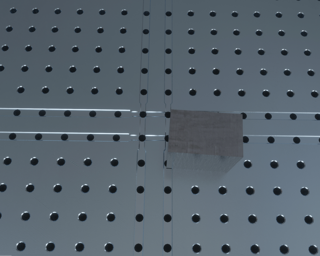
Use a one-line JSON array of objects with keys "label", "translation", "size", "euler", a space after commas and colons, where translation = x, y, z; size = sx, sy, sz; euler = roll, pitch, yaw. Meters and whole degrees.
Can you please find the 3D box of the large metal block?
[{"label": "large metal block", "translation": [0.050, 0.018, 0.376], "size": [0.081, 0.080, 0.050], "euler": [4, 70, 1]}]
